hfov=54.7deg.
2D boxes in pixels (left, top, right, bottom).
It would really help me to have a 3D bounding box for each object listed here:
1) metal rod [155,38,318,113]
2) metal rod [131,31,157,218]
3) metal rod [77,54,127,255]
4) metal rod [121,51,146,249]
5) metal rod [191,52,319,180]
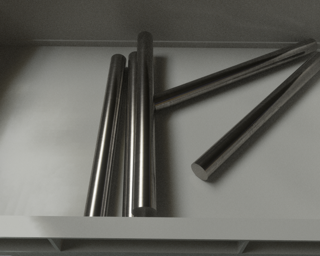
[{"bbox_3d":[0.122,-0.086,0.477,0.302,0.025,0.025,-22,54,-18],"label":"metal rod"},{"bbox_3d":[-0.020,-0.031,0.401,0.025,0.025,0.300,-1,49,-1],"label":"metal rod"},{"bbox_3d":[-0.067,0.006,0.398,0.025,0.025,0.300,0,50,0],"label":"metal rod"},{"bbox_3d":[-0.032,0.001,0.403,0.025,0.025,0.300,-2,50,-2],"label":"metal rod"},{"bbox_3d":[0.152,-0.030,0.431,0.025,0.025,0.302,37,59,27],"label":"metal rod"}]
